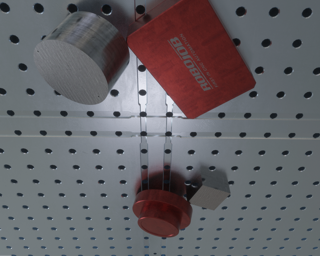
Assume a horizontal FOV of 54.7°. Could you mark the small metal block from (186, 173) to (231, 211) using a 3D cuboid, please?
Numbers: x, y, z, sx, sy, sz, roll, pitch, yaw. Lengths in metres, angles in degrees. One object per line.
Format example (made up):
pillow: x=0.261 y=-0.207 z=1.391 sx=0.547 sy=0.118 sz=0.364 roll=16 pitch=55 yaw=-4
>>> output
small metal block: x=0.077 y=0.104 z=0.501 sx=0.050 sy=0.025 sz=0.050 roll=19 pitch=128 yaw=-16

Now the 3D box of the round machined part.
round machined part: x=0.002 y=0.145 z=0.509 sx=0.098 sy=0.042 sz=0.097 roll=10 pitch=139 yaw=9

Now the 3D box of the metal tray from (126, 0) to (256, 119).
metal tray: x=0.037 y=-0.078 z=0.343 sx=0.090 sy=0.030 sz=0.130 roll=-28 pitch=125 yaw=21

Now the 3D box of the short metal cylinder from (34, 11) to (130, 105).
short metal cylinder: x=-0.078 y=-0.070 z=0.317 sx=0.080 sy=0.050 sz=0.080 roll=16 pitch=143 yaw=13
